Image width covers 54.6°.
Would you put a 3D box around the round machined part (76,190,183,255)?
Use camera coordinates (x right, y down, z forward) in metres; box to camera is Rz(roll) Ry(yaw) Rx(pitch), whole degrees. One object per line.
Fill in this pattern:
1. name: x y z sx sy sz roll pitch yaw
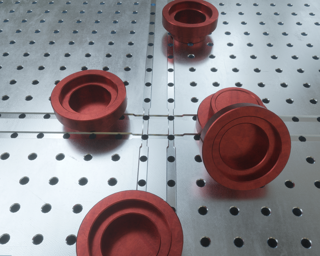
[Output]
1. round machined part: -0.027 0.114 0.301 0.099 0.042 0.098 0 50 0

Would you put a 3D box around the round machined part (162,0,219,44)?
1. round machined part: 0.053 -0.189 0.556 0.099 0.042 0.098 0 50 0

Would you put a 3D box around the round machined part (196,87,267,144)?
1. round machined part: 0.099 -0.017 0.411 0.099 0.042 0.098 0 50 0

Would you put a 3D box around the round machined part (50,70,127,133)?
1. round machined part: -0.094 -0.033 0.424 0.099 0.042 0.098 0 50 0

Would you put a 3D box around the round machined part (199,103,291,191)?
1. round machined part: 0.094 0.019 0.358 0.099 0.097 0.042 -2 15 -2
